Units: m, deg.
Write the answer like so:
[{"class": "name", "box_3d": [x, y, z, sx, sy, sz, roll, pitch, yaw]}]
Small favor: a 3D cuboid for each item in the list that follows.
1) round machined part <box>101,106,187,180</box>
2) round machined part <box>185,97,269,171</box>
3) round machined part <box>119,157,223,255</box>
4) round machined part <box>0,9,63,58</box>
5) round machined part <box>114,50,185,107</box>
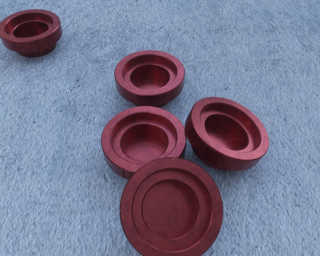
[{"class": "round machined part", "box_3d": [-0.018, 0.023, 0.373, 0.099, 0.042, 0.098, 0, 50, 0]}, {"class": "round machined part", "box_3d": [0.076, 0.011, 0.371, 0.099, 0.042, 0.098, 12, 45, -13]}, {"class": "round machined part", "box_3d": [0.009, 0.081, 0.308, 0.099, 0.042, 0.098, 3, 74, -9]}, {"class": "round machined part", "box_3d": [-0.214, -0.156, 0.522, 0.099, 0.042, 0.098, 0, 50, 0]}, {"class": "round machined part", "box_3d": [-0.014, -0.066, 0.448, 0.099, 0.042, 0.098, 0, 50, 0]}]
